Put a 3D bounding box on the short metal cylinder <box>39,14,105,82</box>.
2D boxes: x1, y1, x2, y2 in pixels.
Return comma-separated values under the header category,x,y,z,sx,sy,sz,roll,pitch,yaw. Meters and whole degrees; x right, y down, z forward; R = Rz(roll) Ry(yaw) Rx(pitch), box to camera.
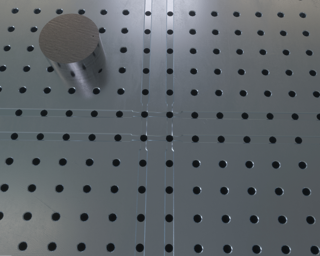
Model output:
category,x,y,z,sx,sy,sz,roll,pitch,yaw
short metal cylinder,-0.122,-0.113,0.439,0.081,0.050,0.080,0,70,0
